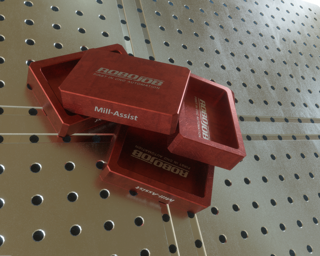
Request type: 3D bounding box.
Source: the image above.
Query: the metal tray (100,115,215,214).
[{"bbox_3d":[0.003,0.040,0.381,0.131,0.030,0.090,24,53,-14],"label":"metal tray"}]

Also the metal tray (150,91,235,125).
[{"bbox_3d":[0.046,-0.031,0.447,0.131,0.030,0.090,17,55,-17],"label":"metal tray"}]

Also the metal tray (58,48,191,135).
[{"bbox_3d":[-0.037,-0.046,0.361,0.131,0.030,0.090,13,45,6],"label":"metal tray"}]

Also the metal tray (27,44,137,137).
[{"bbox_3d":[-0.084,-0.053,0.391,0.131,0.030,0.090,-25,75,-36],"label":"metal tray"}]

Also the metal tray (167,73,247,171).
[{"bbox_3d":[0.056,-0.015,0.403,0.091,0.030,0.130,18,43,-17],"label":"metal tray"}]
